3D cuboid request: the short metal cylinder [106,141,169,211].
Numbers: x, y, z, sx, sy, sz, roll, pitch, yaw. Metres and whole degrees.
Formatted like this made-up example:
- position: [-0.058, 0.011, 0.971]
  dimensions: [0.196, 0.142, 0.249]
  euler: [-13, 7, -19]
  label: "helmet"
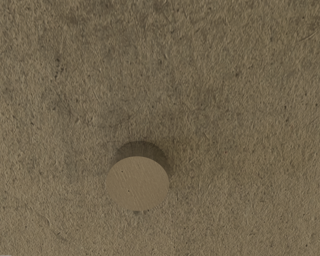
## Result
- position: [-0.028, 0.064, 0.420]
  dimensions: [0.080, 0.050, 0.079]
  euler: [0, 110, 0]
  label: "short metal cylinder"
